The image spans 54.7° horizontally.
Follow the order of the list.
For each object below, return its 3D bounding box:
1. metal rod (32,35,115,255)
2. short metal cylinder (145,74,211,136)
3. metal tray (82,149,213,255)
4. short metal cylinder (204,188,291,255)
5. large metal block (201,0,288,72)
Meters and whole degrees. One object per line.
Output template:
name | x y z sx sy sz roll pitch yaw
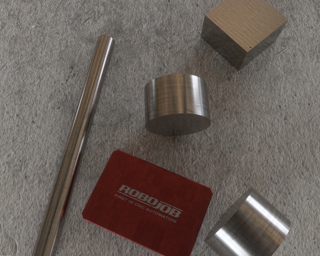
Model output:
metal rod | -0.106 0.010 0.403 0.025 0.025 0.299 10 70 3
short metal cylinder | 0.021 -0.026 0.389 0.081 0.080 0.050 -2 70 -1
metal tray | -0.014 0.092 0.372 0.130 0.030 0.090 22 71 7
short metal cylinder | 0.094 0.112 0.339 0.050 0.080 0.080 42 75 14
large metal block | 0.119 -0.144 0.448 0.080 0.050 0.080 -39 75 -13
